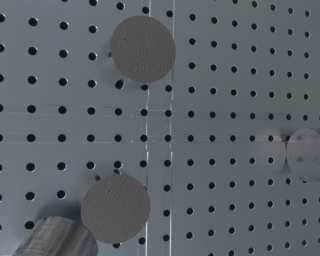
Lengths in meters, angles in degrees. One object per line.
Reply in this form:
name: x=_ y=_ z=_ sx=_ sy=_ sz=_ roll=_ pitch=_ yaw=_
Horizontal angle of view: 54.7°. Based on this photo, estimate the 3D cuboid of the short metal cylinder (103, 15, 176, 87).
short metal cylinder: x=-0.027 y=-0.093 z=0.389 sx=0.081 sy=0.050 sz=0.079 roll=0 pitch=90 yaw=-20

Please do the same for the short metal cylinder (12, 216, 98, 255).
short metal cylinder: x=-0.114 y=0.144 z=0.336 sx=0.080 sy=0.050 sz=0.079 roll=5 pitch=118 yaw=9

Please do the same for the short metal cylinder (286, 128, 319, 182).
short metal cylinder: x=0.242 y=0.040 z=0.473 sx=0.050 sy=0.080 sz=0.079 roll=0 pitch=90 yaw=-20

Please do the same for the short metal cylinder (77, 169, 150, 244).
short metal cylinder: x=-0.058 y=0.093 z=0.378 sx=0.081 sy=0.050 sz=0.079 roll=0 pitch=90 yaw=-20
